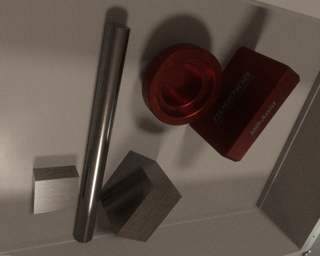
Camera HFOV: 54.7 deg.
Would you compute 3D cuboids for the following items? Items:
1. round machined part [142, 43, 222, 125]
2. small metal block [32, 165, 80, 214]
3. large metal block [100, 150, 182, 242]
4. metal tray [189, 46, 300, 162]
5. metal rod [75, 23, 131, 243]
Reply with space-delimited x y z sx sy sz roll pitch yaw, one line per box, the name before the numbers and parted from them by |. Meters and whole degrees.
round machined part | 0.023 -0.055 0.378 0.099 0.042 0.097 -14 125 -21
small metal block | -0.131 0.076 0.385 0.050 0.025 0.050 -1 119 -28
large metal block | -0.030 0.090 0.414 0.050 0.080 0.080 29 102 -38
metal tray | 0.104 -0.033 0.405 0.030 0.090 0.129 24 105 -37
metal rod | -0.076 0.025 0.383 0.025 0.025 0.298 0 119 -29
